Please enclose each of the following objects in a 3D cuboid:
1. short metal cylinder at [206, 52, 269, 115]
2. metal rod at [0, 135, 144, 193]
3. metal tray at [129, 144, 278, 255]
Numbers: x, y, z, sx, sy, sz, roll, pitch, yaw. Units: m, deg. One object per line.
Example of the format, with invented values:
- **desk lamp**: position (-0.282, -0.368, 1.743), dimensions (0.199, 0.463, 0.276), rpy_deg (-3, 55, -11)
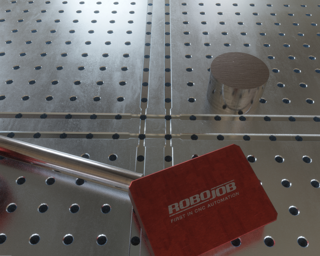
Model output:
- **short metal cylinder**: position (0.110, -0.065, 0.448), dimensions (0.081, 0.050, 0.080), rpy_deg (0, 50, 0)
- **metal rod**: position (-0.166, 0.030, 0.380), dimensions (0.301, 0.025, 0.025), rpy_deg (14, 51, 10)
- **metal tray**: position (0.043, 0.079, 0.324), dimensions (0.131, 0.030, 0.090), rpy_deg (-18, 67, -15)
